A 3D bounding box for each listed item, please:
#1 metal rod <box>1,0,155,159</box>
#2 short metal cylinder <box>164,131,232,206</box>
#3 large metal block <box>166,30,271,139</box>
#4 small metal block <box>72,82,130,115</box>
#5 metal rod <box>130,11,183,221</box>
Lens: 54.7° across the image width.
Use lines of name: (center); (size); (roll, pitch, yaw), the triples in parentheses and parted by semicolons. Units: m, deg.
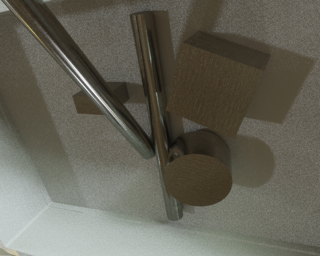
metal rod: (-0.070, -0.045, 0.324); (0.025, 0.025, 0.300); (3, 150, 27)
short metal cylinder: (0.048, 0.050, 0.385); (0.080, 0.050, 0.079); (4, 121, 8)
large metal block: (0.060, -0.047, 0.331); (0.080, 0.050, 0.079); (23, 127, 13)
small metal block: (-0.076, -0.040, 0.406); (0.050, 0.050, 0.025); (4, 120, 26)
metal rod: (0.001, 0.004, 0.409); (0.025, 0.025, 0.298); (5, 121, 25)
